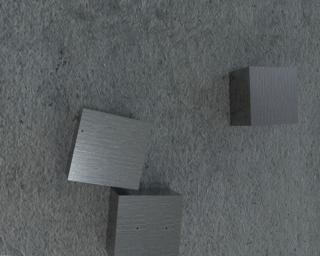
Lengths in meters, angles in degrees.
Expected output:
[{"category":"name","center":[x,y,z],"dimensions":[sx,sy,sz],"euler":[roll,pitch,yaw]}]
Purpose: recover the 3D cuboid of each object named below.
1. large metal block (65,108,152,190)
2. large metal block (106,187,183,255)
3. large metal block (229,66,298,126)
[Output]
[{"category":"large metal block","center":[-0.063,0.025,0.372],"dimensions":[0.081,0.050,0.080],"euler":[12,86,-20]},{"category":"large metal block","center":[-0.021,0.119,0.388],"dimensions":[0.081,0.050,0.080],"euler":[5,89,-20]},{"category":"large metal block","center":[0.150,-0.044,0.451],"dimensions":[0.081,0.050,0.079],"euler":[-3,91,-20]}]
